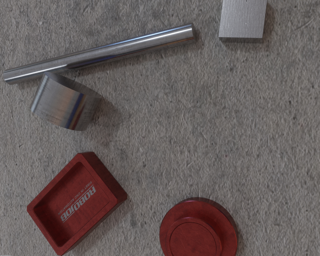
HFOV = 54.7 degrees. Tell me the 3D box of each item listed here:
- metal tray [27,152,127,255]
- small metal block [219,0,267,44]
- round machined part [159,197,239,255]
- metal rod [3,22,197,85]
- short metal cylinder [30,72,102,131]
[{"bbox_3d":[-0.122,0.108,0.447,0.130,0.030,0.090,-44,77,14],"label":"metal tray"},{"bbox_3d":[0.101,-0.131,0.373,0.050,0.025,0.050,7,92,19],"label":"small metal block"},{"bbox_3d":[0.045,0.139,0.383,0.098,0.042,0.097,0,90,19],"label":"round machined part"},{"bbox_3d":[-0.097,-0.101,0.441,0.301,0.025,0.025,-8,87,19],"label":"metal rod"},{"bbox_3d":[-0.128,-0.036,0.423,0.080,0.080,0.050,29,100,17],"label":"short metal cylinder"}]
